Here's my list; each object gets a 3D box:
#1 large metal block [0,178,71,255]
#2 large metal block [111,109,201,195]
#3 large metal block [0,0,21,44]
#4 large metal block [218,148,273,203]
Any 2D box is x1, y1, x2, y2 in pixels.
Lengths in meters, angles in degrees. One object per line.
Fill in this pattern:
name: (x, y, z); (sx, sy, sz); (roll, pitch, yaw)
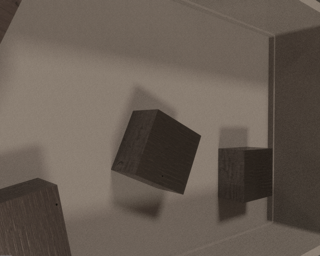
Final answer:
large metal block: (-0.134, 0.098, 0.279); (0.081, 0.050, 0.079); (-15, 100, -39)
large metal block: (-0.003, 0.030, 0.390); (0.080, 0.050, 0.080); (30, 71, -36)
large metal block: (-0.149, -0.099, 0.246); (0.050, 0.080, 0.080); (29, 72, -37)
large metal block: (0.142, 0.074, 0.513); (0.081, 0.050, 0.079); (0, 90, -40)
